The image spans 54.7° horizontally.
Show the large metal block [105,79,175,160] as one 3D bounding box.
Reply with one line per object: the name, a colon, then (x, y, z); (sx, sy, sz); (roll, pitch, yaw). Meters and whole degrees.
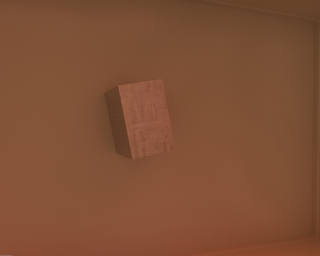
large metal block: (-0.027, -0.010, 0.372); (0.050, 0.080, 0.079); (-12, 94, -20)
